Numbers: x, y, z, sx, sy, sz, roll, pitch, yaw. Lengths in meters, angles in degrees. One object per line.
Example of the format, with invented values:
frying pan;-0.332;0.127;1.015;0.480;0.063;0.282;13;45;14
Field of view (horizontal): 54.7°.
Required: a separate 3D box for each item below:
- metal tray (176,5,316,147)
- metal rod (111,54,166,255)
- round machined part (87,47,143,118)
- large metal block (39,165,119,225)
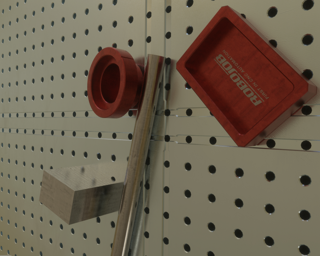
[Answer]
metal tray;0.085;-0.055;0.334;0.090;0.030;0.130;-49;62;28
metal rod;-0.032;0.049;0.433;0.025;0.025;0.298;18;101;38
round machined part;-0.060;-0.062;0.439;0.098;0.042;0.097;-2;87;48
large metal block;-0.123;0.097;0.472;0.080;0.081;0.050;20;103;38
